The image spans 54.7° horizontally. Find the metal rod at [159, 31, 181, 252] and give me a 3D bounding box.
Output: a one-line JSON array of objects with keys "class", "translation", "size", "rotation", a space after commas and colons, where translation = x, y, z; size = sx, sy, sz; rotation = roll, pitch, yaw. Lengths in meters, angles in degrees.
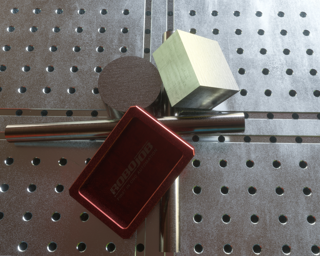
[{"class": "metal rod", "translation": [0.014, 0.003, 0.410], "size": [0.025, 0.025, 0.299], "rotation": [1, 70, 0]}]

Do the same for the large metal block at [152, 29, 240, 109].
[{"class": "large metal block", "translation": [0.047, -0.073, 0.404], "size": [0.081, 0.050, 0.080], "rotation": [-1, 64, -43]}]

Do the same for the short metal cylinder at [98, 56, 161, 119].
[{"class": "short metal cylinder", "translation": [-0.038, -0.049, 0.415], "size": [0.081, 0.050, 0.080], "rotation": [0, 70, 0]}]

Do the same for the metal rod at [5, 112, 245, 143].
[{"class": "metal rod", "translation": [-0.048, 0.000, 0.394], "size": [0.302, 0.025, 0.025], "rotation": [-3, 70, 6]}]

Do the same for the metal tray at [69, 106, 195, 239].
[{"class": "metal tray", "translation": [-0.032, 0.050, 0.363], "size": [0.090, 0.030, 0.130], "rotation": [38, 95, 6]}]
